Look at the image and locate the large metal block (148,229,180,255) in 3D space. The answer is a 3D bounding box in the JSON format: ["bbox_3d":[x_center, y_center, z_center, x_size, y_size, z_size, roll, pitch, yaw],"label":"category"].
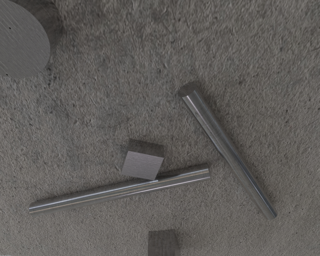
[{"bbox_3d":[0.010,0.251,0.585,0.050,0.080,0.080,-8,130,7],"label":"large metal block"}]

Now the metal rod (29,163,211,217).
[{"bbox_3d":[-0.069,0.101,0.492,0.301,0.025,0.025,-14,129,11],"label":"metal rod"}]

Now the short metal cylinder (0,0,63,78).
[{"bbox_3d":[-0.143,-0.097,0.307,0.081,0.050,0.079,0,130,0],"label":"short metal cylinder"}]

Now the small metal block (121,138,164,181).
[{"bbox_3d":[-0.026,0.046,0.446,0.050,0.025,0.050,12,129,-11],"label":"small metal block"}]

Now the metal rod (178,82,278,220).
[{"bbox_3d":[0.111,0.051,0.451,0.025,0.025,0.300,-26,126,20],"label":"metal rod"}]
